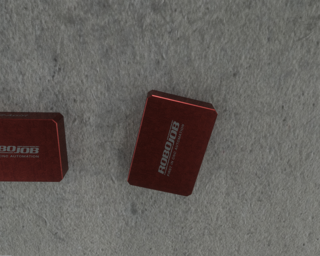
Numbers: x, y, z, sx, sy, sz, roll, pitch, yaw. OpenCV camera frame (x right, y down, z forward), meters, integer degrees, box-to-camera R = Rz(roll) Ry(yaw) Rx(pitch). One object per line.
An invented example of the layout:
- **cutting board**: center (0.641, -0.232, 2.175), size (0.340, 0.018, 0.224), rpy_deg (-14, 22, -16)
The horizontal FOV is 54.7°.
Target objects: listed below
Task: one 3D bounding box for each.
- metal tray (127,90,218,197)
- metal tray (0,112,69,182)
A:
- **metal tray**: center (0.014, 0.022, 0.416), size (0.091, 0.030, 0.129), rpy_deg (13, 110, -5)
- **metal tray**: center (-0.195, 0.025, 0.414), size (0.131, 0.030, 0.089), rpy_deg (1, 110, -1)
